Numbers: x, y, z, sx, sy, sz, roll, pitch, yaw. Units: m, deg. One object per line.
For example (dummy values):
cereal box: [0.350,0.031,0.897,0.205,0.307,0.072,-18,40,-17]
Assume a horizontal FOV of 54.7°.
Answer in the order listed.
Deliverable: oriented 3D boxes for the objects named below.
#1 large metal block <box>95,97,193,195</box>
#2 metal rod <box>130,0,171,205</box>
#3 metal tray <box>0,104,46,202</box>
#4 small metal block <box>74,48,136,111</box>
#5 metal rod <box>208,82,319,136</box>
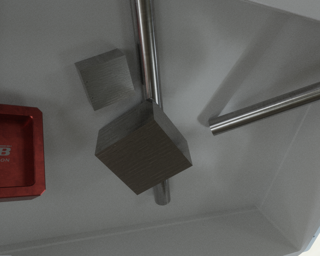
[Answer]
large metal block: [-0.019,0.023,0.375,0.080,0.050,0.080,-31,121,15]
metal rod: [-0.007,-0.012,0.398,0.025,0.025,0.298,-18,126,-18]
metal tray: [-0.175,0.022,0.277,0.131,0.090,0.030,5,159,-38]
small metal block: [-0.060,-0.054,0.344,0.050,0.025,0.050,-23,127,-15]
metal rod: [0.213,-0.048,0.418,0.301,0.025,0.025,-19,131,14]
